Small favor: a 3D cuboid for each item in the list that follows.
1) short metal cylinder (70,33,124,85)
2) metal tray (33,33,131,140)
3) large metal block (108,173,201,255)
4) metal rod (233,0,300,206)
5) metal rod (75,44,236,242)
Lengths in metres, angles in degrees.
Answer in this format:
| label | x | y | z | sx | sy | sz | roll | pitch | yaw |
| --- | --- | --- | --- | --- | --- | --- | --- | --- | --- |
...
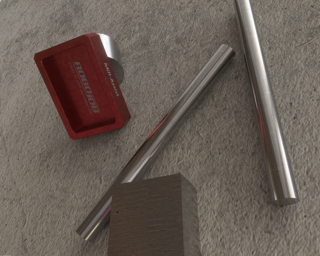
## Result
| label | x | y | z | sx | sy | sz | roll | pitch | yaw |
| --- | --- | --- | --- | --- | --- | --- | --- | --- | --- |
| short metal cylinder | -0.098 | -0.098 | 0.478 | 0.080 | 0.080 | 0.050 | -23 | 54 | 14 |
| metal tray | -0.106 | -0.055 | 0.430 | 0.090 | 0.129 | 0.030 | -14 | 17 | 20 |
| large metal block | -0.005 | 0.100 | 0.328 | 0.080 | 0.050 | 0.080 | -13 | 56 | 20 |
| metal rod | 0.120 | -0.057 | 0.375 | 0.025 | 0.025 | 0.299 | -13 | 56 | 20 |
| metal rod | 0.000 | 0.012 | 0.395 | 0.025 | 0.025 | 0.300 | 31 | 78 | 37 |
